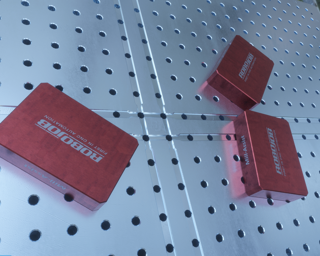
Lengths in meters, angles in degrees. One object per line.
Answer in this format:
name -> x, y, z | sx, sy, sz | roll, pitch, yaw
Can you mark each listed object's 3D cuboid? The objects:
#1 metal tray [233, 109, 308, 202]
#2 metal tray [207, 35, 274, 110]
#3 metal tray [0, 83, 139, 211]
metal tray -> 0.166, 0.041, 0.472 | 0.091, 0.030, 0.130 | 12, 57, -22
metal tray -> 0.146, -0.099, 0.547 | 0.090, 0.030, 0.130 | 36, 51, -5
metal tray -> -0.100, 0.019, 0.341 | 0.130, 0.030, 0.090 | 33, 51, -7
